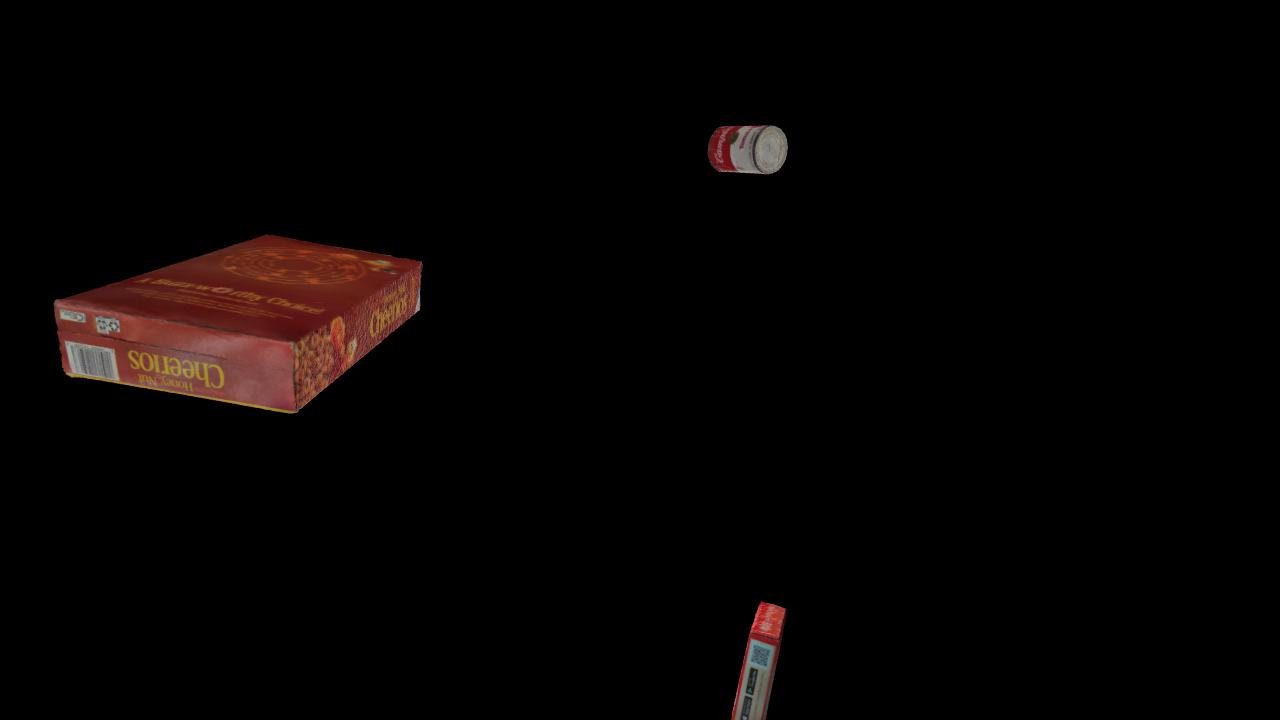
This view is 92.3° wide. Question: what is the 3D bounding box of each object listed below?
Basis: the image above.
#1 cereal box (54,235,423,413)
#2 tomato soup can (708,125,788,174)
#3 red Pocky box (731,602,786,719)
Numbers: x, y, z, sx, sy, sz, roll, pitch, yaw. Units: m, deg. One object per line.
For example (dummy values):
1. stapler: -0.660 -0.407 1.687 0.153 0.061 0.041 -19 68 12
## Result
1. cereal box: -0.384 -0.056 0.657 0.203 0.081 0.306 10 21 -3
2. tomato soup can: 0.158 -0.309 0.905 0.068 0.068 0.101 0 17 -36
3. red Pocky box: 0.101 0.306 0.551 0.028 0.155 0.083 12 0 19
